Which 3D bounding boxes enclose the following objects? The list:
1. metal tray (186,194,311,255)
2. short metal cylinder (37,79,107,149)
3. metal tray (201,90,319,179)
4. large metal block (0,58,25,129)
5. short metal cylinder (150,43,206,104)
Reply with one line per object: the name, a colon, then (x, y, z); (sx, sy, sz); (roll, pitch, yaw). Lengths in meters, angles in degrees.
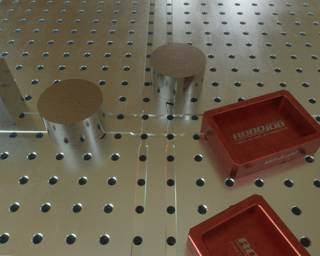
metal tray: (0.096, 0.137, 0.289); (0.091, 0.030, 0.130); (-22, 54, -18)
short metal cylinder: (-0.112, -0.019, 0.407); (0.081, 0.050, 0.080); (0, 50, 0)
metal tray: (0.131, 0.003, 0.402); (0.131, 0.030, 0.090); (-16, 52, -13)
large metal block: (-0.236, -0.042, 0.405); (0.081, 0.080, 0.050); (-3, 50, -3)
short metal cylinder: (0.026, -0.082, 0.461); (0.081, 0.050, 0.080); (0, 50, 0)
